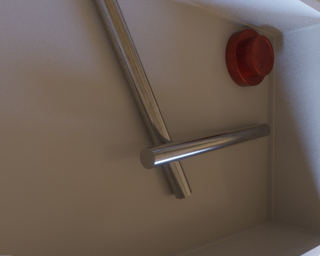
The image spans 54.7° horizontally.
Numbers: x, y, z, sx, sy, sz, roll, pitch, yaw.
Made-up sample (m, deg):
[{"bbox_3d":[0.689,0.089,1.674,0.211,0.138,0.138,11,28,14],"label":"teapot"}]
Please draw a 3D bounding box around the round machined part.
[{"bbox_3d":[0.160,-0.122,0.533,0.099,0.042,0.097,0,90,-40],"label":"round machined part"}]

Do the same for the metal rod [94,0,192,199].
[{"bbox_3d":[-0.020,-0.040,0.391,0.025,0.025,0.298,-34,112,-35],"label":"metal rod"}]

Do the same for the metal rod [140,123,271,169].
[{"bbox_3d":[0.089,0.019,0.462,0.302,0.025,0.025,-9,96,-46],"label":"metal rod"}]
